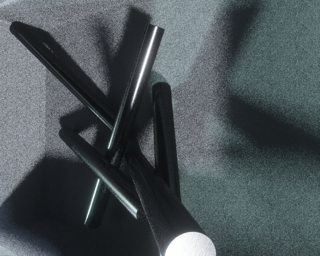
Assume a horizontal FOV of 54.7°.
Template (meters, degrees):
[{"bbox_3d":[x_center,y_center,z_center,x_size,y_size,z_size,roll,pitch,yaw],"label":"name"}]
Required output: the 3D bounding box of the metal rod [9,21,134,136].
[{"bbox_3d":[-0.151,-0.084,0.497,0.300,0.025,0.025,42,116,21],"label":"metal rod"}]

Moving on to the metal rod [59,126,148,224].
[{"bbox_3d":[-0.088,0.044,0.417,0.300,0.025,0.025,25,106,56],"label":"metal rod"}]

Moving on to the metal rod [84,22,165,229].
[{"bbox_3d":[-0.054,0.010,0.420,0.025,0.025,0.298,33,112,35],"label":"metal rod"}]

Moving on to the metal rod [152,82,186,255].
[{"bbox_3d":[0.009,0.069,0.318,0.025,0.025,0.300,-33,44,35],"label":"metal rod"}]

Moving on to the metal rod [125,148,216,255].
[{"bbox_3d":[-0.012,0.050,0.294,0.300,0.025,0.025,-157,71,-79],"label":"metal rod"}]
